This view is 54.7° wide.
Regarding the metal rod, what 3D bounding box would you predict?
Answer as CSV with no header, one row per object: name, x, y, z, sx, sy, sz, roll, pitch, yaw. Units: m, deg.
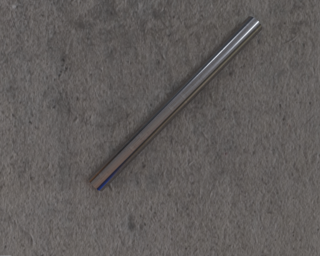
metal rod,0.020,-0.032,0.410,0.025,0.025,0.300,45,89,-1
